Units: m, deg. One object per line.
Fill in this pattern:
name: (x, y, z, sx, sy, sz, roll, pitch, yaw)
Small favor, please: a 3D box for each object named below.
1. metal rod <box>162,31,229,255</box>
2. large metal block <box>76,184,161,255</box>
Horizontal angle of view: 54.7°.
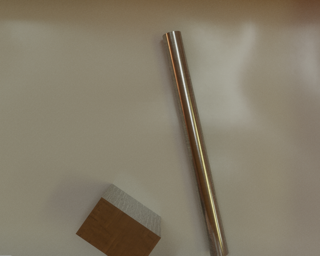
metal rod: (0.047, 0.021, 0.412, 0.025, 0.025, 0.298, -12, 90, 0)
large metal block: (-0.046, 0.119, 0.383, 0.080, 0.080, 0.050, 35, 90, -1)
